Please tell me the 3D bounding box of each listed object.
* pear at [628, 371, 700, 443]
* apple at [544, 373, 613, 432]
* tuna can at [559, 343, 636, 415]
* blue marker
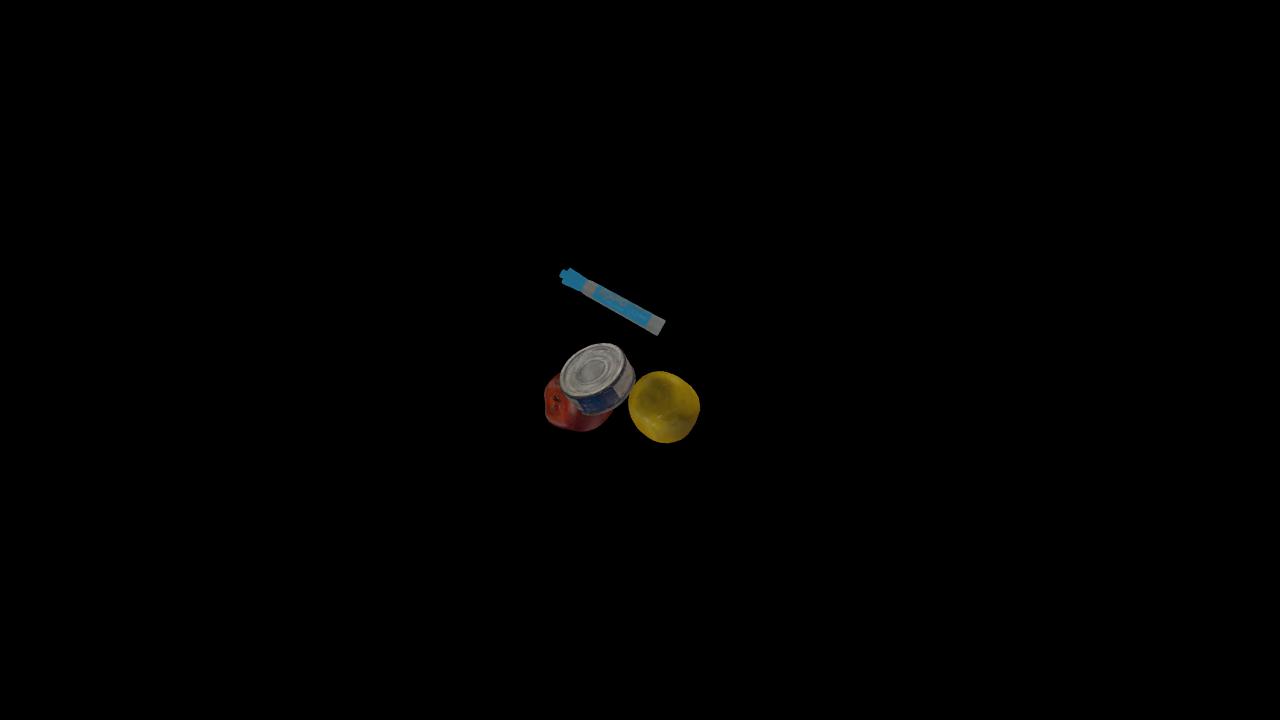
[{"bbox_3d":[0.036,0.059,0.688,0.080,0.080,0.111,0,-21,29],"label":"pear"},{"bbox_3d":[-0.070,0.047,0.735,0.079,0.079,0.093,0,0,40],"label":"apple"},{"bbox_3d":[-0.050,0.020,0.705,0.084,0.084,0.034,0,-41,28],"label":"tuna can"},{"bbox_3d":[-0.030,-0.062,0.644,0.121,0.020,0.020,29,1,1],"label":"blue marker"}]
